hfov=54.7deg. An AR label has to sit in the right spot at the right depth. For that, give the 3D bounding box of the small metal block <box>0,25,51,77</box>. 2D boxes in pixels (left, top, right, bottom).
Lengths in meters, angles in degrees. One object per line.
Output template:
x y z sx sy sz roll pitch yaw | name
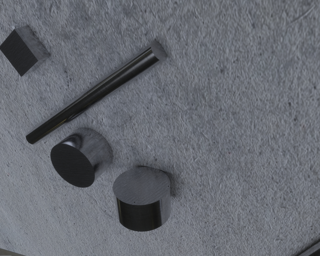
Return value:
-0.193 -0.109 0.441 0.050 0.025 0.050 -26 105 37 | small metal block

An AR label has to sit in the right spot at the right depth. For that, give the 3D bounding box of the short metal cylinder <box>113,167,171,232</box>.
-0.025 0.101 0.447 0.080 0.080 0.050 11 123 22 | short metal cylinder

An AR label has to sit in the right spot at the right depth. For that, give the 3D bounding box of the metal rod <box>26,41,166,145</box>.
-0.110 -0.035 0.442 0.299 0.025 0.025 -26 105 37 | metal rod

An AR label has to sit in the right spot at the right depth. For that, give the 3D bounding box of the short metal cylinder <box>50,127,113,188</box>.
-0.121 0.046 0.483 0.080 0.050 0.079 13 124 21 | short metal cylinder

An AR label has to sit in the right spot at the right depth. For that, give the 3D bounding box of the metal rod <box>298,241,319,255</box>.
0.215 0.146 0.383 0.025 0.025 0.298 33 129 6 | metal rod
